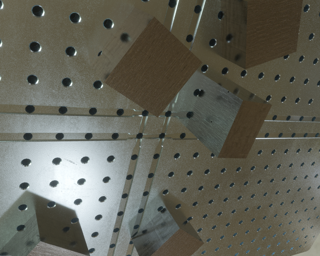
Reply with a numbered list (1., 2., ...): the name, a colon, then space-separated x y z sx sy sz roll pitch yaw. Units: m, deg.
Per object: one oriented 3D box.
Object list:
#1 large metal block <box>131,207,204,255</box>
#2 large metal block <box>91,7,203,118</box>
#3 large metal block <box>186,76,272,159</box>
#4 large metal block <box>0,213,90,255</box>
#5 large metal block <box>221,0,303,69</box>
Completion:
1. large metal block: 0.014 0.192 0.523 0.080 0.050 0.080 -44 130 2
2. large metal block: -0.015 -0.071 0.344 0.080 0.050 0.080 33 100 -39
3. large metal block: 0.089 -0.015 0.417 0.050 0.080 0.079 5 116 -31
4. large metal block: -0.157 0.172 0.417 0.080 0.050 0.080 -47 130 4
5. large metal block: 0.125 -0.129 0.385 0.081 0.050 0.079 -21 127 -17
